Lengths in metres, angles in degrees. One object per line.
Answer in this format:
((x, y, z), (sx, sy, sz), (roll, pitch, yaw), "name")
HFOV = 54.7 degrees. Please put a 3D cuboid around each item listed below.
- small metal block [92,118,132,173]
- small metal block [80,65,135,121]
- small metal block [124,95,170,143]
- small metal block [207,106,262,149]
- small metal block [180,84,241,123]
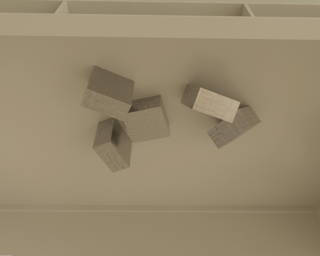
((-0.061, 0.022, 0.411), (0.025, 0.050, 0.050), (-19, 128, 15), "small metal block")
((-0.059, -0.040, 0.357), (0.050, 0.050, 0.025), (20, 127, -17), "small metal block")
((-0.017, -0.011, 0.400), (0.050, 0.025, 0.050), (-11, 130, 9), "small metal block")
((0.094, -0.001, 0.390), (0.050, 0.050, 0.025), (-39, 77, 28), "small metal block")
((0.057, -0.030, 0.364), (0.050, 0.050, 0.025), (18, 98, -15), "small metal block")
